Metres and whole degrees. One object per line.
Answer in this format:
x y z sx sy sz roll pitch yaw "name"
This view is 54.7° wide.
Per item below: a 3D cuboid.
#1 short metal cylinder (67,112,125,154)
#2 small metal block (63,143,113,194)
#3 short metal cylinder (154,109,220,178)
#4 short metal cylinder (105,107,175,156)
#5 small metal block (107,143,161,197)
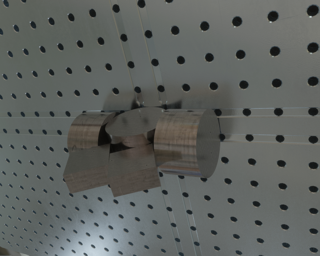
-0.080 0.018 0.428 0.050 0.080 0.080 1 119 28 "short metal cylinder"
-0.080 0.046 0.360 0.050 0.050 0.025 -14 115 -1 "small metal block"
0.035 0.017 0.367 0.050 0.080 0.080 1 119 29 "short metal cylinder"
-0.024 0.012 0.396 0.080 0.080 0.050 1 119 27 "short metal cylinder"
-0.028 0.045 0.338 0.050 0.050 0.025 -13 115 0 "small metal block"
